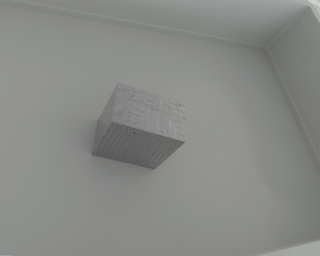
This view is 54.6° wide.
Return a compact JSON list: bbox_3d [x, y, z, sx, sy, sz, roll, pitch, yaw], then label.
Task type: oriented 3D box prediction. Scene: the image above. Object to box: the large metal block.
[{"bbox_3d":[-0.025,0.002,0.355,0.080,0.080,0.050,16,56,-19],"label":"large metal block"}]
